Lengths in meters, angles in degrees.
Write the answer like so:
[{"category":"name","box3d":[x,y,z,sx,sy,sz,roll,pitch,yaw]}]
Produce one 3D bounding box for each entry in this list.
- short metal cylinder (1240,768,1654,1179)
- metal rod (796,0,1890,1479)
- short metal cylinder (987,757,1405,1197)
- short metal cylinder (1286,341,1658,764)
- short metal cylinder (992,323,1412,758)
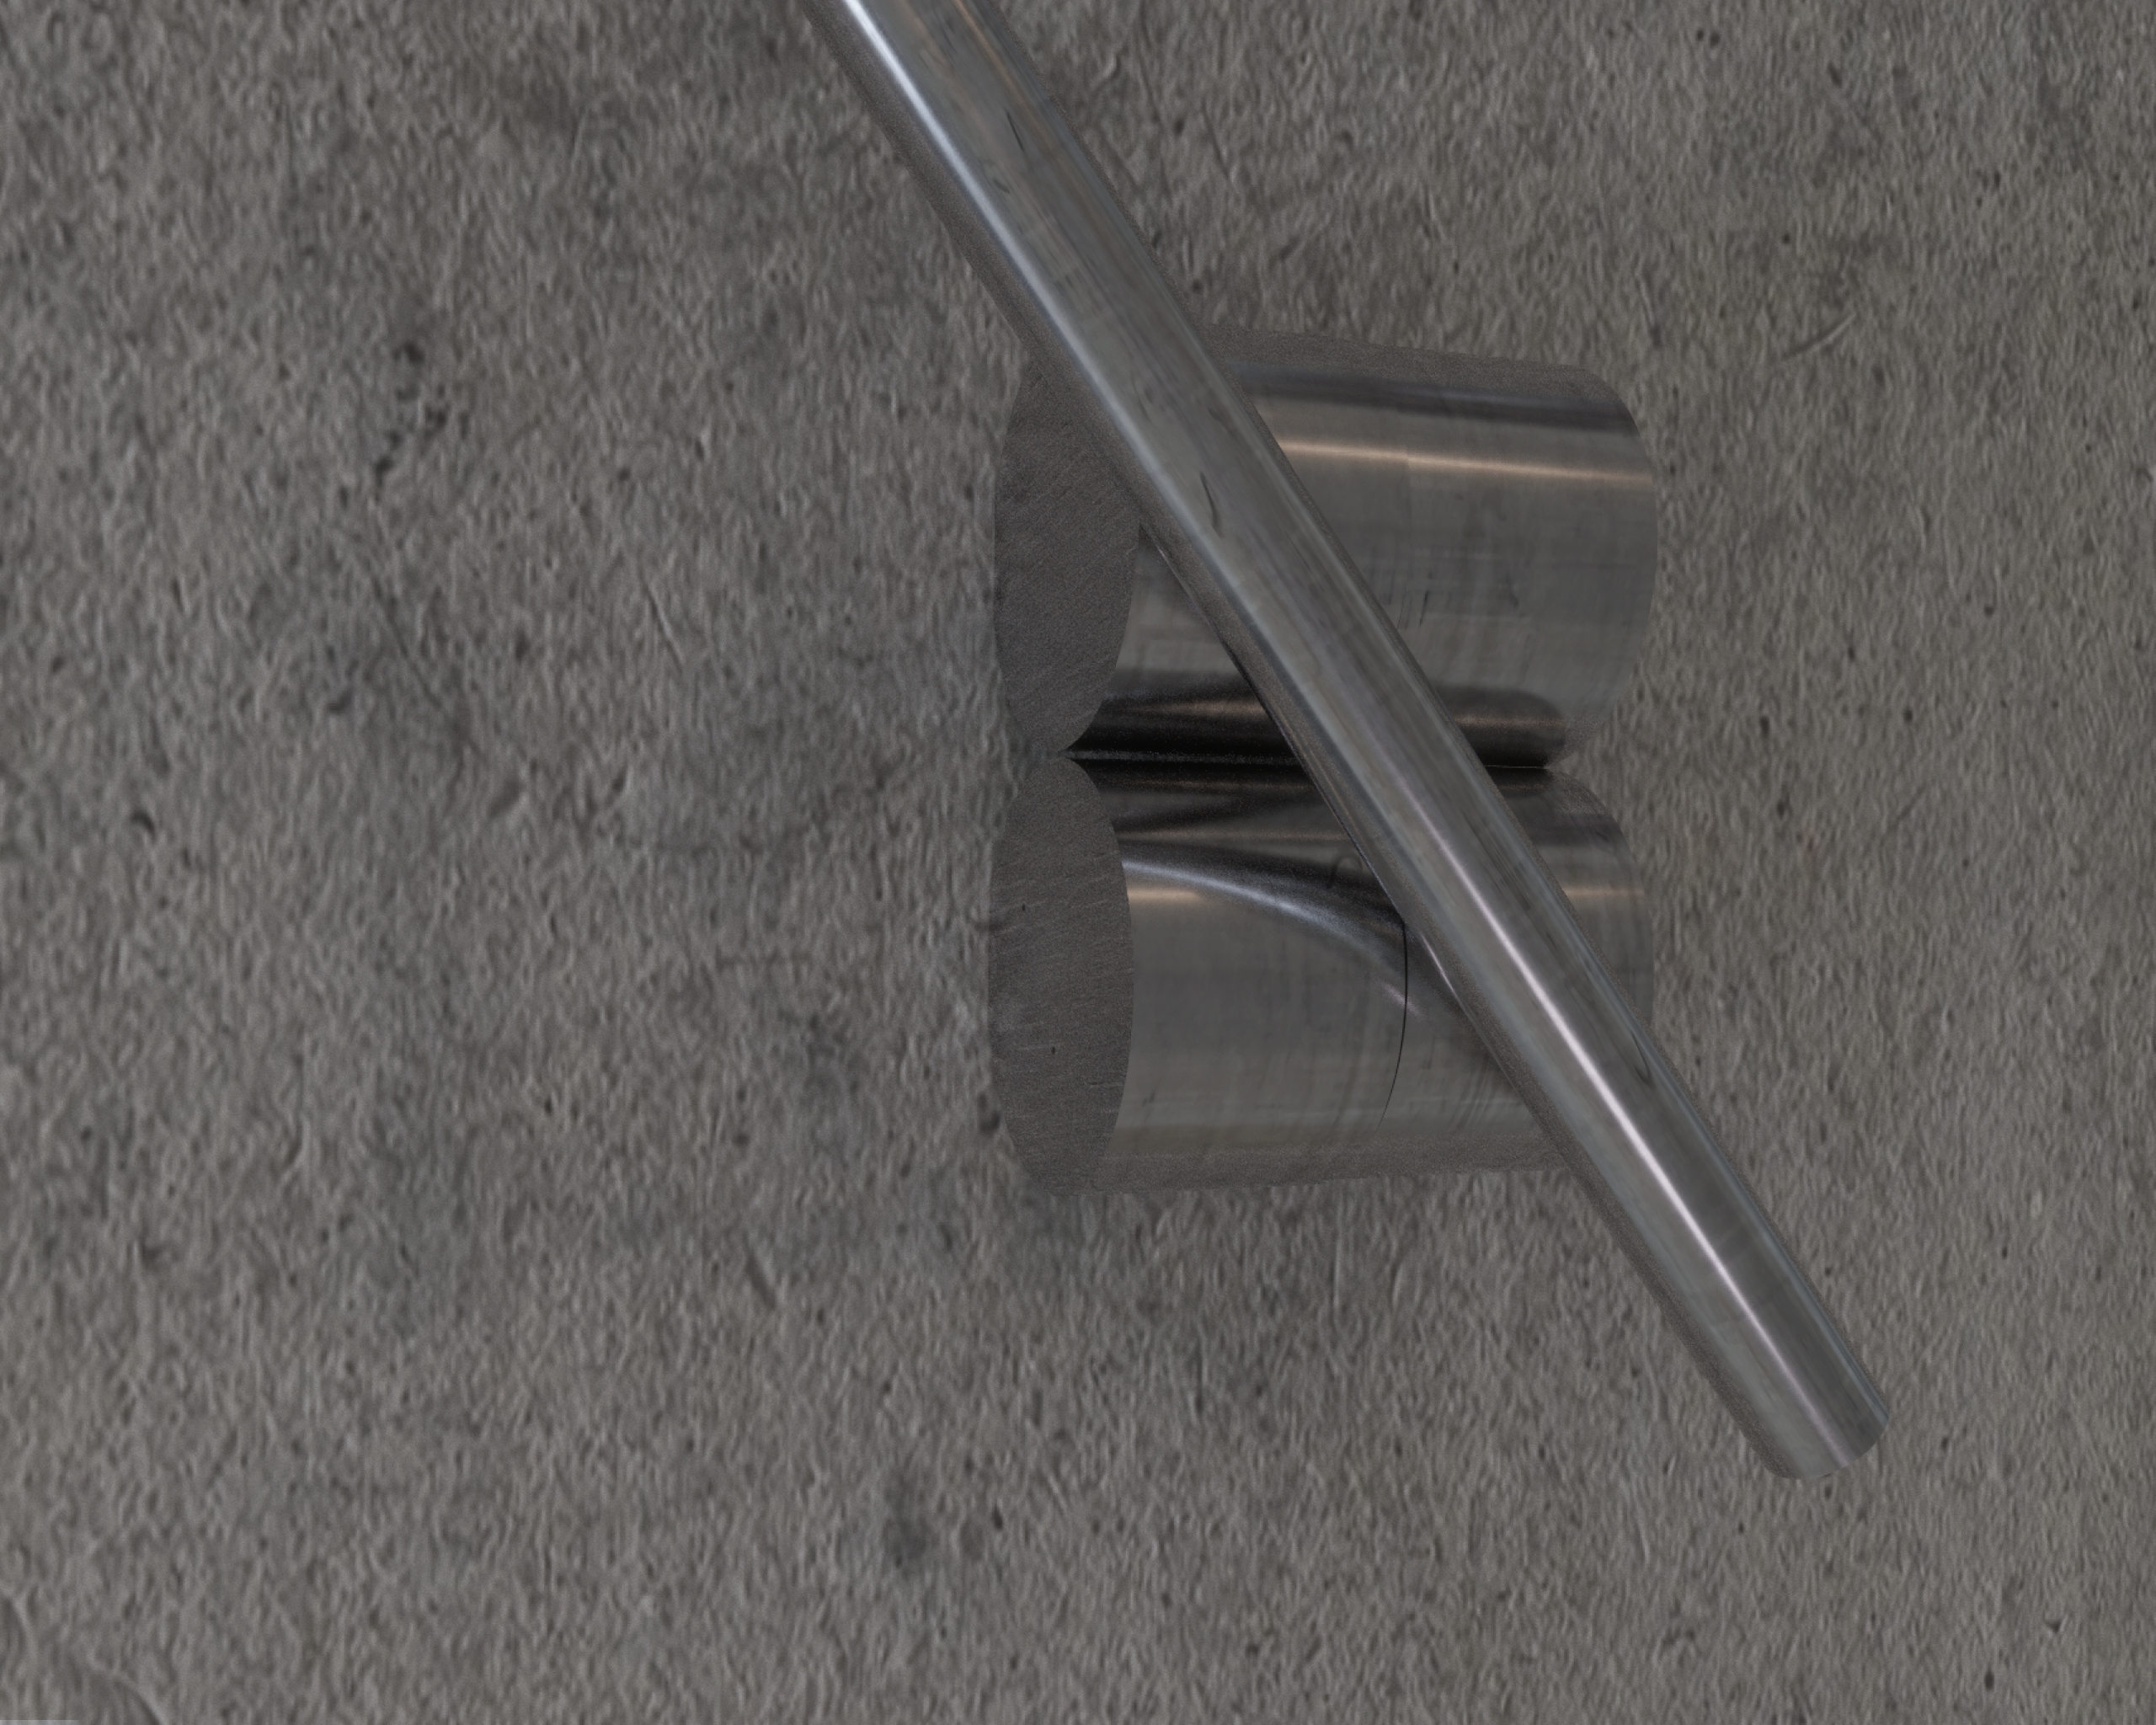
[{"category":"short metal cylinder","box3d":[0.067,0.021,0.406,0.050,0.080,0.079,1,90,-20]},{"category":"metal rod","box3d":[0.050,-0.018,0.344,0.025,0.025,0.299,-38,103,-16]},{"category":"short metal cylinder","box3d":[0.019,0.021,0.388,0.050,0.080,0.079,1,90,-20]},{"category":"short metal cylinder","box3d":[0.067,-0.059,0.406,0.050,0.080,0.079,1,90,-20]},{"category":"short metal cylinder","box3d":[0.020,-0.060,0.389,0.050,0.080,0.079,1,90,-20]}]
